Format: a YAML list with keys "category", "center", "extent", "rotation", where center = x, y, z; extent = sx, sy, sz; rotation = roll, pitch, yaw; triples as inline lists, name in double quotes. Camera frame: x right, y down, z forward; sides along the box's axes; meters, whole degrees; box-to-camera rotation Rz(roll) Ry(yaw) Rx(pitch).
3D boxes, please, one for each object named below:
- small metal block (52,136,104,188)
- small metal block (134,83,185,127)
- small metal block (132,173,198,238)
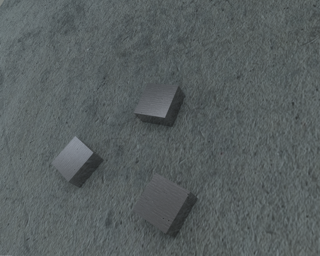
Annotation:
- category: "small metal block"
  center: [-0.116, 0.047, 0.436]
  extent: [0.050, 0.025, 0.050]
  rotation: [34, 80, 38]
- category: "small metal block"
  center: [0.000, -0.032, 0.424]
  extent: [0.050, 0.025, 0.050]
  rotation: [10, 67, 32]
- category: "small metal block"
  center: [0.006, 0.086, 0.348]
  extent: [0.050, 0.025, 0.050]
  rotation: [23, 74, 36]
